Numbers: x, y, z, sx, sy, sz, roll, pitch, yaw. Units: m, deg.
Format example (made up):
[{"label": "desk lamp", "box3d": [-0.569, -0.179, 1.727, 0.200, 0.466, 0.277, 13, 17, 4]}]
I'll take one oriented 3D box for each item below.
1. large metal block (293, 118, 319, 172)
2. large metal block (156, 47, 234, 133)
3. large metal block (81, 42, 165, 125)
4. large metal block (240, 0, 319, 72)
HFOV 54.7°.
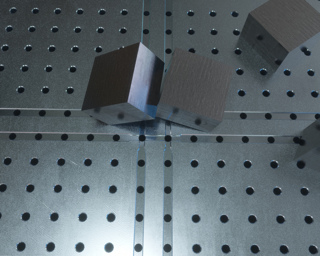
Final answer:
[{"label": "large metal block", "box3d": [0.224, 0.026, 0.376, 0.080, 0.080, 0.050, 25, 72, 8]}, {"label": "large metal block", "box3d": [0.043, -0.048, 0.410, 0.080, 0.050, 0.080, 17, 71, -5]}, {"label": "large metal block", "box3d": [-0.047, -0.053, 0.397, 0.080, 0.050, 0.080, -6, 65, 37]}, {"label": "large metal block", "box3d": [0.181, -0.144, 0.453, 0.080, 0.050, 0.080, -34, 74, -12]}]
